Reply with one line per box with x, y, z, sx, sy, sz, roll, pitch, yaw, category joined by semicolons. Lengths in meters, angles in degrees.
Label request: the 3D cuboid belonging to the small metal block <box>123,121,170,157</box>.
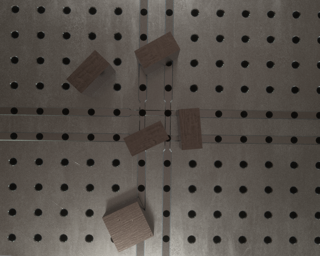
-0.017;0.013;0.401;0.050;0.050;0.025;-26;90;0;small metal block

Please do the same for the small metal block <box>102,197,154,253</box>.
-0.042;0.128;0.413;0.050;0.025;0.050;-25;90;-1;small metal block

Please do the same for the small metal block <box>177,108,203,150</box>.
0.037;0.001;0.401;0.025;0.050;0.050;-5;90;0;small metal block

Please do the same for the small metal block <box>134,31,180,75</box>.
-0.003;-0.095;0.401;0.050;0.050;0.025;-29;90;0;small metal block

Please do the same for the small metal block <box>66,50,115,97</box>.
-0.087;-0.068;0.400;0.025;0.050;0.050;44;90;0;small metal block
